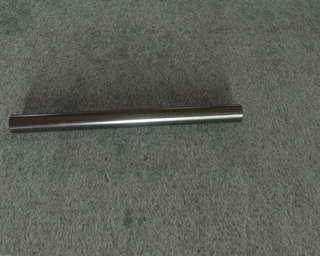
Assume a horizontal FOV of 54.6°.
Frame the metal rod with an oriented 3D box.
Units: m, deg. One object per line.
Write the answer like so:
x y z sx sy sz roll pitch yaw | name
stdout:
-0.042 -0.013 0.413 0.302 0.025 0.025 -3 50 -3 | metal rod
